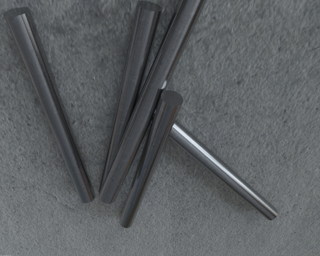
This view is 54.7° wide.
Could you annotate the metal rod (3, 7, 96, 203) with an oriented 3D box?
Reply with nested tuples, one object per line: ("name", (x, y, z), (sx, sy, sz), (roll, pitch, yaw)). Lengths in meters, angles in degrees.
("metal rod", (-0.129, -0.002, 0.403), (0.025, 0.025, 0.298), (-4, 130, 3))

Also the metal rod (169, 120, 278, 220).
("metal rod", (0.091, 0.064, 0.463), (0.025, 0.025, 0.301), (-35, 123, 25))

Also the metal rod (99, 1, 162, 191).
("metal rod", (-0.047, -0.010, 0.397), (0.025, 0.025, 0.298), (11, 129, -10))

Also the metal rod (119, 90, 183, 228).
("metal rod", (-0.023, 0.066, 0.442), (0.025, 0.025, 0.298), (11, 136, -9))

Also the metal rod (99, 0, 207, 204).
("metal rod", (-0.020, -0.017, 0.370), (0.025, 0.025, 0.298), (17, 121, -15))
